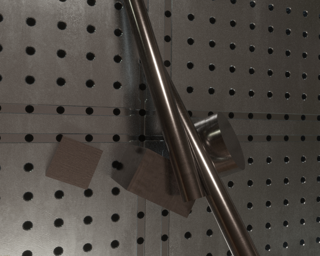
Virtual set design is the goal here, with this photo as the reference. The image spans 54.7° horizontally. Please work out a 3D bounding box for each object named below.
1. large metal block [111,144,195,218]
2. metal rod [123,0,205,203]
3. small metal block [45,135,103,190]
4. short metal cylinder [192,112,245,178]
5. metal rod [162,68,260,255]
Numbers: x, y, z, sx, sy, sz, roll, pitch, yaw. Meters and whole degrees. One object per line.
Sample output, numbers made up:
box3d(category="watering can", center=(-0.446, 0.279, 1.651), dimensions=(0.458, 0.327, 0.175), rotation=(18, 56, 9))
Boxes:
box3d(category="large metal block", center=(-0.005, 0.062, 0.383), dimensions=(0.080, 0.080, 0.050), rotation=(29, 80, -18))
box3d(category="metal rod", center=(-0.005, -0.063, 0.363), dimensions=(0.025, 0.025, 0.299), rotation=(-11, 76, -20))
box3d(category="small metal block", center=(-0.104, 0.041, 0.375), dimensions=(0.050, 0.025, 0.050), rotation=(24, 82, -19))
box3d(category="short metal cylinder", center=(0.070, 0.025, 0.404), dimensions=(0.050, 0.080, 0.080), rotation=(-25, 101, 23))
box3d(category="metal rod", center=(0.044, 0.033, 0.355), dimensions=(0.025, 0.025, 0.299), rotation=(-16, 67, -20))
